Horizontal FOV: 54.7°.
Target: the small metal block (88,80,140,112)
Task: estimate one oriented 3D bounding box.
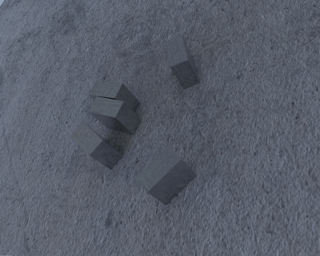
[{"bbox_3d":[-0.066,-0.042,0.448,0.050,0.050,0.025,10,67,32],"label":"small metal block"}]

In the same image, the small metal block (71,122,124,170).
[{"bbox_3d":[-0.084,0.025,0.417,0.025,0.050,0.050,-49,52,-6],"label":"small metal block"}]

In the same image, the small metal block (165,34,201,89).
[{"bbox_3d":[0.031,-0.091,0.427,0.025,0.050,0.050,-20,54,17],"label":"small metal block"}]

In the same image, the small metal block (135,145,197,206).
[{"bbox_3d":[0.008,0.055,0.350,0.050,0.050,0.025,-44,51,-2],"label":"small metal block"}]

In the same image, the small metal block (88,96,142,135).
[{"bbox_3d":[-0.062,-0.017,0.431,0.050,0.050,0.025,13,69,33],"label":"small metal block"}]
